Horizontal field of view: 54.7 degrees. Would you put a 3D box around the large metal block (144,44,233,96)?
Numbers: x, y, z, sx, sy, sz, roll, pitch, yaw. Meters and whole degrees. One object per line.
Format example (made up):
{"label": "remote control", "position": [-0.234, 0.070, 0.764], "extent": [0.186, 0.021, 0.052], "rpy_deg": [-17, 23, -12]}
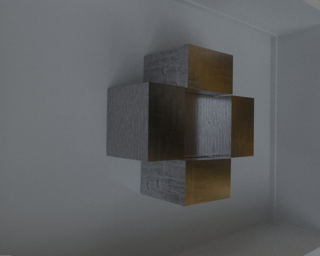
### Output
{"label": "large metal block", "position": [0.036, -0.068, 0.398], "extent": [0.081, 0.080, 0.050], "rpy_deg": [1, 90, -40]}

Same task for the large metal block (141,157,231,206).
{"label": "large metal block", "position": [0.033, 0.062, 0.396], "extent": [0.081, 0.080, 0.050], "rpy_deg": [2, 89, -40]}

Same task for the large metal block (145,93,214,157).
{"label": "large metal block", "position": [0.025, -0.003, 0.408], "extent": [0.081, 0.050, 0.080], "rpy_deg": [1, 90, -40]}

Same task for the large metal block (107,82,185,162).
{"label": "large metal block", "position": [-0.018, -0.006, 0.354], "extent": [0.050, 0.080, 0.080], "rpy_deg": [1, 90, -40]}

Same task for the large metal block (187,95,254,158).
{"label": "large metal block", "position": [0.084, -0.002, 0.440], "extent": [0.050, 0.080, 0.080], "rpy_deg": [1, 90, -40]}
